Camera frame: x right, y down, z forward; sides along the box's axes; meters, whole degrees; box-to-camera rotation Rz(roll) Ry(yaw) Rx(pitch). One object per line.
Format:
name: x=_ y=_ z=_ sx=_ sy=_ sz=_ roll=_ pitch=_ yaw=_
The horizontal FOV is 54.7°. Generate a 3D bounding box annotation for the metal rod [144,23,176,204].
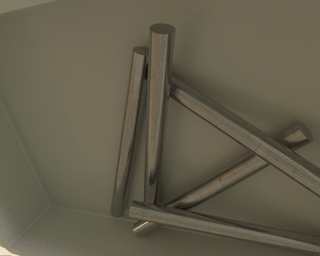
metal rod: x=-0.006 y=0.016 z=0.396 sx=0.025 sy=0.025 sz=0.298 roll=20 pitch=134 yaw=17

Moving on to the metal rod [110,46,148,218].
metal rod: x=-0.047 y=0.027 z=0.450 sx=0.025 sy=0.025 sz=0.298 roll=23 pitch=127 yaw=14

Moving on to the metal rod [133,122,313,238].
metal rod: x=0.061 y=0.084 z=0.413 sx=0.025 sy=0.025 sz=0.299 roll=46 pitch=125 yaw=-4

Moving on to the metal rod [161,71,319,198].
metal rod: x=0.112 y=0.020 z=0.329 sx=0.300 sy=0.025 sz=0.025 roll=36 pitch=130 yaw=17

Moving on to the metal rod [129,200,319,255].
metal rod: x=0.107 y=0.134 z=0.402 sx=0.301 sy=0.025 sz=0.025 roll=8 pitch=123 yaw=12
